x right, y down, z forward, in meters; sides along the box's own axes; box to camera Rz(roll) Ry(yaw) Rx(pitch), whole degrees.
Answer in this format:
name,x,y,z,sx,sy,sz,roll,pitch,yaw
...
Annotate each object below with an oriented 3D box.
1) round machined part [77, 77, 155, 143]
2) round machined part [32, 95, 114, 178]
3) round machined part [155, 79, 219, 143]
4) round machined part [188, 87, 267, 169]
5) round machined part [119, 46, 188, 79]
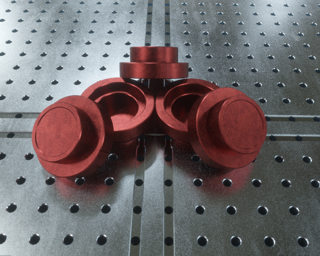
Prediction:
name,x,y,z,sx,sy,sz,roll,pitch,yaw
round machined part,-0.056,-0.019,0.411,0.099,0.042,0.098,0,50,0
round machined part,-0.107,0.008,0.358,0.098,0.042,0.098,-5,76,21
round machined part,0.043,-0.018,0.412,0.099,0.042,0.098,0,50,0
round machined part,0.085,-0.001,0.364,0.099,0.042,0.097,5,79,-25
round machined part,-0.009,-0.094,0.442,0.099,0.042,0.098,0,12,0
